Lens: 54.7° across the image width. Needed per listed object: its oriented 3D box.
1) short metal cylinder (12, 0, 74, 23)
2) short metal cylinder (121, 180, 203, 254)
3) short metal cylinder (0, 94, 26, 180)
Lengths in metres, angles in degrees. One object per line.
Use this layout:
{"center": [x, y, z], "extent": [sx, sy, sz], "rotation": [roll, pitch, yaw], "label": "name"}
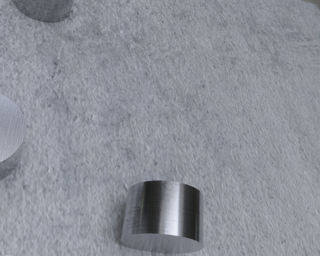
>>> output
{"center": [-0.156, -0.192, 0.421], "extent": [0.081, 0.050, 0.080], "rotation": [14, 56, -21], "label": "short metal cylinder"}
{"center": [0.004, 0.093, 0.315], "extent": [0.081, 0.080, 0.050], "rotation": [18, 55, -19], "label": "short metal cylinder"}
{"center": [-0.171, 0.010, 0.290], "extent": [0.081, 0.050, 0.080], "rotation": [14, 56, -21], "label": "short metal cylinder"}
